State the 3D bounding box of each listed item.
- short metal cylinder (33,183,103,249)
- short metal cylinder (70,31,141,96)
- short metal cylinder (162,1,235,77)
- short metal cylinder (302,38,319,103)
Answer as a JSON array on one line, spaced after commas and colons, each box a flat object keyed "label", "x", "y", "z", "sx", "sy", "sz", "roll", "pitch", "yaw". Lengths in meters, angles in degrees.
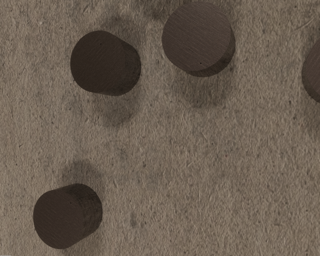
[{"label": "short metal cylinder", "x": -0.130, "y": 0.123, "z": 0.440, "sx": 0.080, "sy": 0.050, "sz": 0.079, "roll": 0, "pitch": 90, "yaw": 19}, {"label": "short metal cylinder", "x": -0.072, "y": -0.085, "z": 0.420, "sx": 0.080, "sy": 0.050, "sz": 0.079, "roll": 0, "pitch": 90, "yaw": 19}, {"label": "short metal cylinder", "x": 0.049, "y": -0.105, "z": 0.378, "sx": 0.080, "sy": 0.050, "sz": 0.079, "roll": 0, "pitch": 90, "yaw": 19}, {"label": "short metal cylinder", "x": 0.196, "y": -0.062, "z": 0.327, "sx": 0.080, "sy": 0.050, "sz": 0.079, "roll": 0, "pitch": 90, "yaw": 19}]
